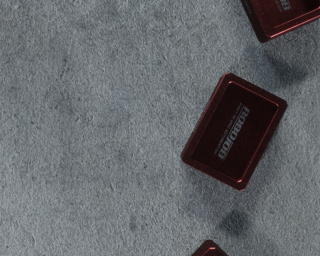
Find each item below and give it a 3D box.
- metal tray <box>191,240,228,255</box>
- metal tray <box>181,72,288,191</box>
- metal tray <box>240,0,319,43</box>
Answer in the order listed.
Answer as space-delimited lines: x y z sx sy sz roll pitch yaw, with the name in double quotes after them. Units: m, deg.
0.054 0.226 0.408 0.090 0.030 0.130 44 90 0 "metal tray"
0.095 0.005 0.407 0.090 0.030 0.130 27 90 0 "metal tray"
0.152 -0.191 0.408 0.090 0.030 0.129 -24 90 0 "metal tray"
